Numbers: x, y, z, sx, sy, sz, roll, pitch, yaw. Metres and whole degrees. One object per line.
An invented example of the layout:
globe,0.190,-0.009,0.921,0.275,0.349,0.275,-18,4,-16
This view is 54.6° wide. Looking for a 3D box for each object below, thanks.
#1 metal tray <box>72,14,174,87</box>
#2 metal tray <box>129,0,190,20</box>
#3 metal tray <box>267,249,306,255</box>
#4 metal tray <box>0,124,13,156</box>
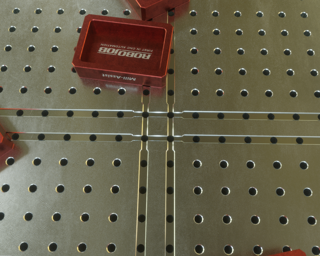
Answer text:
metal tray,-0.051,-0.113,0.450,0.131,0.030,0.090,8,70,3
metal tray,-0.020,-0.244,0.497,0.090,0.030,0.130,-29,73,-10
metal tray,0.104,0.184,0.318,0.131,0.030,0.090,-4,60,-16
metal tray,-0.269,-0.002,0.408,0.090,0.030,0.130,-37,74,-13
